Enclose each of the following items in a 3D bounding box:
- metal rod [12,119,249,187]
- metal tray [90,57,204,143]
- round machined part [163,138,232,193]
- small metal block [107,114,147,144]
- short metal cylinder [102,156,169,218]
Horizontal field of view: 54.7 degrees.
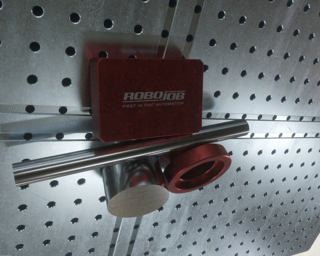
[{"bbox_3d":[-0.016,0.024,0.385,0.303,0.025,0.025,-11,123,-23],"label":"metal rod"},{"bbox_3d":[-0.012,-0.035,0.363,0.131,0.030,0.089,-5,102,-27],"label":"metal tray"},{"bbox_3d":[0.049,0.051,0.445,0.099,0.042,0.098,-18,148,-12],"label":"round machined part"},{"bbox_3d":[-0.035,0.015,0.414,0.050,0.025,0.050,19,108,-36],"label":"small metal block"},{"bbox_3d":[-0.033,0.076,0.410,0.081,0.050,0.080,-11,140,-9],"label":"short metal cylinder"}]
